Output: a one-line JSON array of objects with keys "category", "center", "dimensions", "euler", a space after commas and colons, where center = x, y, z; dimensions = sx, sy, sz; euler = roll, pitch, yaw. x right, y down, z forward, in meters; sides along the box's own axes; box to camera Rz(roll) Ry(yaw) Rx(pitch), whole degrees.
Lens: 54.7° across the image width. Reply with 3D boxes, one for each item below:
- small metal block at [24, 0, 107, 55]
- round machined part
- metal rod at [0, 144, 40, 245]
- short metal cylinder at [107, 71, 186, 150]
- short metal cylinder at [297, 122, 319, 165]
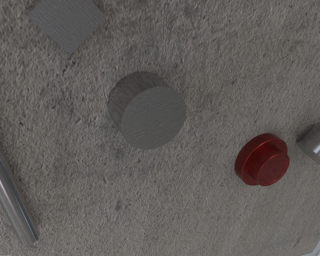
[{"category": "small metal block", "center": [-0.089, -0.107, 0.292], "dimensions": [0.050, 0.025, 0.050], "euler": [-46, 129, 3]}, {"category": "round machined part", "center": [0.182, 0.061, 0.533], "dimensions": [0.099, 0.042, 0.097], "euler": [-14, 124, -21]}, {"category": "metal rod", "center": [-0.180, 0.018, 0.319], "dimensions": [0.025, 0.025, 0.298], "euler": [-18, 126, -18]}, {"category": "short metal cylinder", "center": [-0.016, -0.021, 0.369], "dimensions": [0.081, 0.050, 0.079], "euler": [-14, 124, -21]}, {"category": "short metal cylinder", "center": [0.297, 0.035, 0.555], "dimensions": [0.050, 0.080, 0.080], "euler": [-47, 129, 5]}]
